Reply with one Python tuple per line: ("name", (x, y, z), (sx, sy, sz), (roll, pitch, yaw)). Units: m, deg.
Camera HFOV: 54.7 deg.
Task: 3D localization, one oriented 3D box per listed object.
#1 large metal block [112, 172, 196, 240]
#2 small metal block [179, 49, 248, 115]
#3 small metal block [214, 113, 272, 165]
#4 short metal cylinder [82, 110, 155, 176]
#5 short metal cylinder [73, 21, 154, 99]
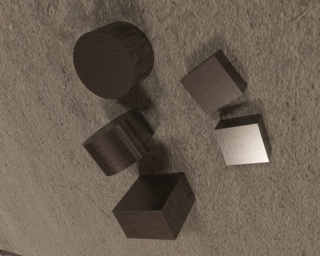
("large metal block", (-0.006, 0.110, 0.441), (0.080, 0.080, 0.050), (-11, 113, 32))
("small metal block", (0.059, -0.050, 0.344), (0.050, 0.025, 0.050), (-33, 101, 38))
("small metal block", (0.098, 0.014, 0.363), (0.050, 0.025, 0.050), (-10, 114, 32))
("short metal cylinder", (-0.054, 0.019, 0.410), (0.080, 0.080, 0.050), (-25, 105, 36))
("short metal cylinder", (-0.054, -0.081, 0.368), (0.080, 0.050, 0.079), (13, 124, 20))
